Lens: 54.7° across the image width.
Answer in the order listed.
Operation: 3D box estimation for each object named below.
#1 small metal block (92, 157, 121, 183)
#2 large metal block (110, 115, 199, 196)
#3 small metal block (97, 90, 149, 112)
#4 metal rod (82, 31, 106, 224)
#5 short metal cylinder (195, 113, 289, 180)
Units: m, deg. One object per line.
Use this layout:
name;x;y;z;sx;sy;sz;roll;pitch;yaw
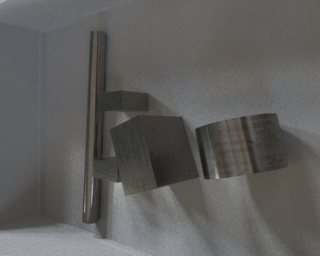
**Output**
small metal block;-0.059;0.057;0.437;0.050;0.050;0.025;5;94;39
large metal block;-0.005;0.031;0.374;0.050;0.081;0.080;-24;75;37
small metal block;-0.051;-0.036;0.431;0.050;0.050;0.025;0;91;39
metal rod;-0.104;0.000;0.489;0.025;0.025;0.298;5;93;39
short metal cylinder;0.079;0.019;0.305;0.080;0.081;0.050;-16;80;38
